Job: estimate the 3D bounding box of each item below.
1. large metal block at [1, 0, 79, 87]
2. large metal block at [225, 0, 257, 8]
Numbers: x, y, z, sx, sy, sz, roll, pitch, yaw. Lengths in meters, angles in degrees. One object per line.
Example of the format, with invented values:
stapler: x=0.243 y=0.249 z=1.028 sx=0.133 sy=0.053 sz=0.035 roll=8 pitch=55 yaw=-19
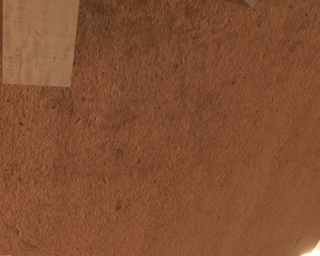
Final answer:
large metal block: x=-0.105 y=-0.088 z=0.260 sx=0.050 sy=0.080 sz=0.079 roll=-1 pitch=119 yaw=-28
large metal block: x=0.080 y=-0.186 z=0.319 sx=0.080 sy=0.050 sz=0.080 roll=24 pitch=106 yaw=-37
